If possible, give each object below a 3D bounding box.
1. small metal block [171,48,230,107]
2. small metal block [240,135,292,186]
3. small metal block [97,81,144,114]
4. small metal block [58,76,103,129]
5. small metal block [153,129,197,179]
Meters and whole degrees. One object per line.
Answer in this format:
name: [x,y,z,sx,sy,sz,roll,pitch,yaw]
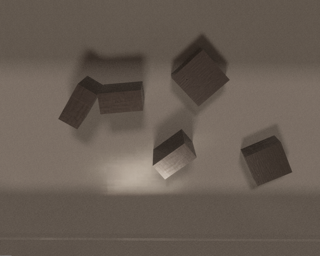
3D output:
small metal block: [0.050,-0.064,0.388,0.050,0.025,0.050,-41,106,13]
small metal block: [0.147,0.045,0.430,0.050,0.025,0.050,-24,109,8]
small metal block: [-0.046,-0.039,0.383,0.050,0.050,0.025,-5,110,1]
small metal block: [-0.096,-0.033,0.385,0.025,0.050,0.050,31,107,-11]
small metal block: [0.018,0.034,0.411,0.050,0.050,0.025,-36,106,12]
